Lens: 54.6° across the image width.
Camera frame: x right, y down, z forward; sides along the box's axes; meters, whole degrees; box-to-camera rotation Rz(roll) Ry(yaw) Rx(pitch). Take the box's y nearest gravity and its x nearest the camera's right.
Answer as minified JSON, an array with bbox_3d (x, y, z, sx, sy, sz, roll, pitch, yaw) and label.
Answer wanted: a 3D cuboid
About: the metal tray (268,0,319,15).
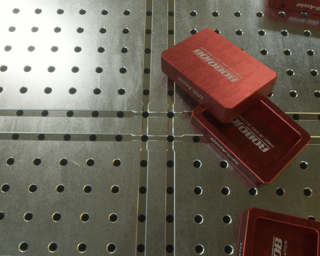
[{"bbox_3d":[0.245,-0.227,0.493,0.131,0.030,0.090,11,70,4],"label":"metal tray"}]

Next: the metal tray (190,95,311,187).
[{"bbox_3d":[0.116,0.001,0.409,0.090,0.030,0.130,-41,75,-14],"label":"metal tray"}]

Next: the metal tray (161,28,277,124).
[{"bbox_3d":[0.075,-0.075,0.414,0.090,0.030,0.130,-34,59,-20],"label":"metal tray"}]

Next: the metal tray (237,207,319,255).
[{"bbox_3d":[0.133,0.164,0.349,0.090,0.030,0.130,12,70,4],"label":"metal tray"}]
